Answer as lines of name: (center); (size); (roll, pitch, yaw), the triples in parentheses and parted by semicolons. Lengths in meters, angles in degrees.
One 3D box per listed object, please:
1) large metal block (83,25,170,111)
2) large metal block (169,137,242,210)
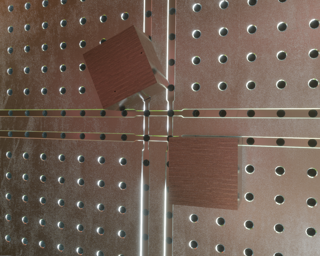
large metal block: (-0.044, -0.076, 0.415); (0.080, 0.050, 0.080); (-24, 82, 18)
large metal block: (0.057, 0.051, 0.379); (0.080, 0.050, 0.080); (0, 90, 20)
